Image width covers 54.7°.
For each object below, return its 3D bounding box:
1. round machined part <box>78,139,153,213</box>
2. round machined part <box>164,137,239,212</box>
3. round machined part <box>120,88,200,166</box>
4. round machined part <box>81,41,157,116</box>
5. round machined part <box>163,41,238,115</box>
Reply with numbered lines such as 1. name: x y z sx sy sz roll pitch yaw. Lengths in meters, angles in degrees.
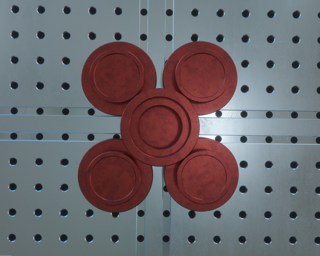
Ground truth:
1. round machined part: -0.058 0.063 0.405 0.099 0.042 0.097 0 90 -1
2. round machined part: 0.055 0.061 0.405 0.099 0.042 0.097 0 90 -1
3. round machined part: 0.000 -0.001 0.403 0.099 0.042 0.097 0 90 -1
4. round machined part: -0.054 -0.064 0.403 0.099 0.042 0.097 0 90 -1
5. round machined part: 0.053 -0.065 0.405 0.099 0.042 0.097 0 90 -1
